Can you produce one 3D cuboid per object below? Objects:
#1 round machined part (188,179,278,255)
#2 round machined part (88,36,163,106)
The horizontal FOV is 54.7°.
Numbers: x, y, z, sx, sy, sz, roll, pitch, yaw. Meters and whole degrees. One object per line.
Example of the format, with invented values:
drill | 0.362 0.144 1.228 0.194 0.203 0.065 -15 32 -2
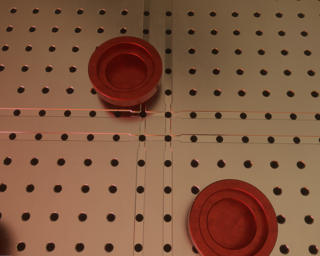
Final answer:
round machined part | 0.082 0.112 0.363 0.099 0.042 0.098 0 70 -1
round machined part | -0.046 -0.074 0.429 0.099 0.042 0.098 0 70 -1
